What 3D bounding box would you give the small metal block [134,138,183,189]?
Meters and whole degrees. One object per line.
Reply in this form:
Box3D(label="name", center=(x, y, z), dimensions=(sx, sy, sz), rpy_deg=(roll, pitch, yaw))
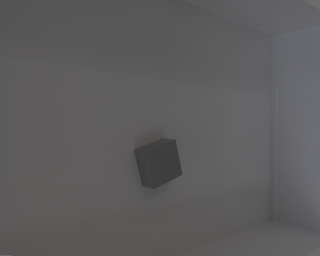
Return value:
Box3D(label="small metal block", center=(-0.001, 0.045, 0.404), dimensions=(0.050, 0.025, 0.050), rpy_deg=(-20, 103, -38))
